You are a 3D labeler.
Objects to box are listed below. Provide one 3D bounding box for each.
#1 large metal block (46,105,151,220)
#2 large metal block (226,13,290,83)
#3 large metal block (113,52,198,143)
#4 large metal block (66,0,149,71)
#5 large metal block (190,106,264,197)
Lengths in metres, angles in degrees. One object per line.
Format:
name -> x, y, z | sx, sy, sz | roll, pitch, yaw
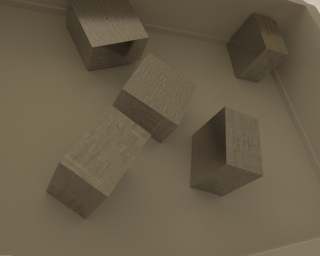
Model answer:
large metal block -> -0.063, 0.036, 0.315 | 0.050, 0.080, 0.080 | 37, 51, -4
large metal block -> 0.170, -0.140, 0.550 | 0.050, 0.080, 0.080 | 7, 59, -25
large metal block -> -0.007, -0.040, 0.412 | 0.080, 0.050, 0.080 | 33, 51, -7
large metal block -> -0.074, -0.132, 0.425 | 0.081, 0.050, 0.080 | -19, 72, -28
large metal block -> 0.082, 0.032, 0.397 | 0.050, 0.080, 0.080 | 19, 54, -18
